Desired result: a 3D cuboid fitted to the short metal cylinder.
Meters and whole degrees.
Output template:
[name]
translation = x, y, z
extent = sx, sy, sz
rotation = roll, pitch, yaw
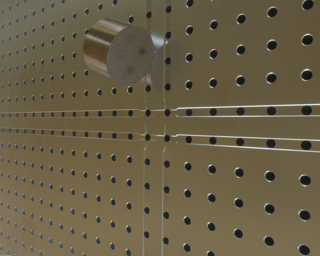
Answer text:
[short metal cylinder]
translation = -0.055, -0.102, 0.416
extent = 0.050, 0.081, 0.079
rotation = 29, 108, 36
